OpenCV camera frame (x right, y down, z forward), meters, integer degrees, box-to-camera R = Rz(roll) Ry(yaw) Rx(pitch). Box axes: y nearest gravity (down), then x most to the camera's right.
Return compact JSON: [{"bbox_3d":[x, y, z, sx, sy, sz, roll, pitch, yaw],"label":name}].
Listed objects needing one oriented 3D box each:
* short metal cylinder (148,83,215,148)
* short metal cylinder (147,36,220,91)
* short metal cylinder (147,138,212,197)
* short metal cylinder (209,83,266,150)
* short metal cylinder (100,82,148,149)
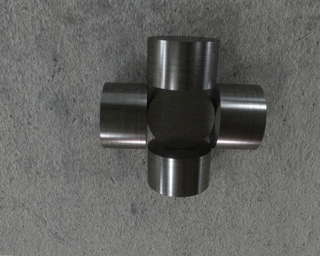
[{"bbox_3d":[0.025,-0.021,0.391,0.081,0.050,0.079,0,110,-1],"label":"short metal cylinder"},{"bbox_3d":[0.025,-0.076,0.353,0.081,0.080,0.050,2,111,-1],"label":"short metal cylinder"},{"bbox_3d":[0.024,0.046,0.399,0.081,0.080,0.050,0,110,-1],"label":"short metal cylinder"},{"bbox_3d":[0.091,-0.014,0.378,0.050,0.080,0.079,2,110,-1],"label":"short metal cylinder"},{"bbox_3d":[-0.041,-0.015,0.376,0.050,0.080,0.079,2,110,-1],"label":"short metal cylinder"}]
